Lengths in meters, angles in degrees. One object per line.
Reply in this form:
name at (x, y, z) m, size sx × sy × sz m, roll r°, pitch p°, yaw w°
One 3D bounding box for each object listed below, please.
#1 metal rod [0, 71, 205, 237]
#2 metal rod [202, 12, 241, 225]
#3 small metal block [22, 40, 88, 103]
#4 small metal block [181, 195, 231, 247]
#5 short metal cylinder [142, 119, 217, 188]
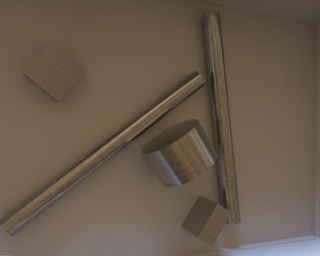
metal rod at (-0.059, 0.022, 0.389) m, size 0.301 × 0.025 × 0.025 m, roll -39°, pitch 103°, yaw -16°
metal rod at (0.089, -0.012, 0.444) m, size 0.025 × 0.025 × 0.298 m, roll -7°, pitch 93°, yaw -20°
small metal block at (-0.123, -0.066, 0.365) m, size 0.050 × 0.025 × 0.050 m, roll 42°, pitch 77°, yaw -16°
small metal block at (0.062, 0.125, 0.422) m, size 0.025 × 0.050 × 0.050 m, roll 37°, pitch 78°, yaw -17°
short metal cylinder at (0.024, 0.031, 0.392) m, size 0.080 × 0.080 × 0.050 m, roll -34°, pitch 102°, yaw -17°
